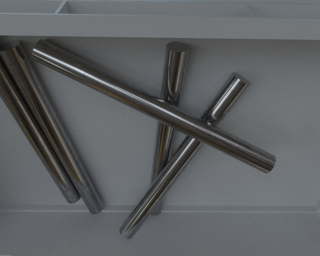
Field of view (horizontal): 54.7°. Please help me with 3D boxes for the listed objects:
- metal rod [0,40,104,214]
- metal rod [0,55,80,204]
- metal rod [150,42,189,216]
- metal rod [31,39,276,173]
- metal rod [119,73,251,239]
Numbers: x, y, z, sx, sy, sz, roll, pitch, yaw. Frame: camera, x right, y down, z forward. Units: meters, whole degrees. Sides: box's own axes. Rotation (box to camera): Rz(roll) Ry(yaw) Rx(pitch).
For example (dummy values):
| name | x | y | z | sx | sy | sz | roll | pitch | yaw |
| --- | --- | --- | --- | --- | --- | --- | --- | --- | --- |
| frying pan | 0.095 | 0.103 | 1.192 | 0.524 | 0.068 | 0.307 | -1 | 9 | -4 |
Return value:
| name | x | y | z | sx | sy | sz | roll | pitch | yaw |
| --- | --- | --- | --- | --- | --- | --- | --- | --- | --- |
| metal rod | -0.135 | 0.023 | 0.427 | 0.025 | 0.025 | 0.298 | -8 | 130 | 7 |
| metal rod | -0.168 | 0.001 | 0.407 | 0.025 | 0.025 | 0.298 | -8 | 130 | 7 |
| metal rod | 0.005 | 0.025 | 0.430 | 0.025 | 0.025 | 0.298 | 4 | 130 | -4 |
| metal rod | 0.001 | -0.020 | 0.359 | 0.301 | 0.025 | 0.025 | 26 | 126 | -9 |
| metal rod | 0.021 | 0.054 | 0.426 | 0.025 | 0.025 | 0.298 | 24 | 118 | -19 |
